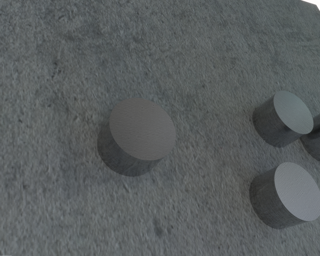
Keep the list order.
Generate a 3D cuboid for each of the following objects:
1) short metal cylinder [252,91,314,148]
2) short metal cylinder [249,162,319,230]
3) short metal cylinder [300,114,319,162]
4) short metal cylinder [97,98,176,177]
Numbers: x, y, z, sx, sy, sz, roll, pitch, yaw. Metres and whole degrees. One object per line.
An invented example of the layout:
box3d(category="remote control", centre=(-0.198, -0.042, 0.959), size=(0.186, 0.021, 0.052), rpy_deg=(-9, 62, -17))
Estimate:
box3d(category="short metal cylinder", centre=(0.201, -0.014, 0.507), size=(0.081, 0.050, 0.080), rpy_deg=(14, 56, -21))
box3d(category="short metal cylinder", centre=(0.172, 0.093, 0.426), size=(0.081, 0.050, 0.080), rpy_deg=(14, 56, -21))
box3d(category="short metal cylinder", centre=(0.294, 0.014, 0.541), size=(0.081, 0.050, 0.080), rpy_deg=(14, 56, -21))
box3d(category="short metal cylinder", centre=(-0.028, 0.011, 0.367), size=(0.081, 0.050, 0.080), rpy_deg=(14, 56, -21))
